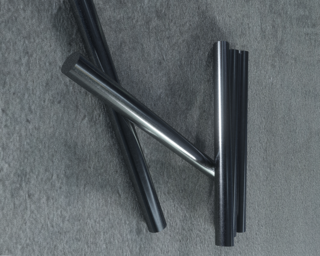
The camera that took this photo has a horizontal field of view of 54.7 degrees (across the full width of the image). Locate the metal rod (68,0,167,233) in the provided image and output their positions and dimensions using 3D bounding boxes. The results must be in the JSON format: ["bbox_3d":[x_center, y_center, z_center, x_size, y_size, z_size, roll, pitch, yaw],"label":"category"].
[{"bbox_3d":[-0.046,-0.009,0.367,0.025,0.025,0.298,-28,108,-37],"label":"metal rod"}]

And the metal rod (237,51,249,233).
[{"bbox_3d":[0.133,0.022,0.519,0.025,0.025,0.298,2,89,-40],"label":"metal rod"}]

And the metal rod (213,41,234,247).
[{"bbox_3d":[0.092,0.014,0.454,0.025,0.025,0.299,13,72,-40],"label":"metal rod"}]

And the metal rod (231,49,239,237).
[{"bbox_3d":[0.113,0.024,0.502,0.025,0.025,0.298,2,89,-40],"label":"metal rod"}]

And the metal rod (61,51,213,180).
[{"bbox_3d":[0.006,0.007,0.387,0.301,0.025,0.025,37,67,-42],"label":"metal rod"}]
